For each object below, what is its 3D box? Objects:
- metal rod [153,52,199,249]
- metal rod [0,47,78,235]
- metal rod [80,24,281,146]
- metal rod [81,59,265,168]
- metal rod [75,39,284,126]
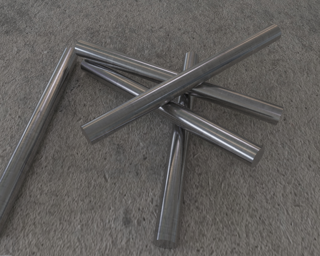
[{"bbox_3d":[0.028,0.002,0.401,0.025,0.025,0.300,7,50,5],"label":"metal rod"},{"bbox_3d":[-0.160,-0.006,0.407,0.025,0.025,0.300,5,50,4],"label":"metal rod"},{"bbox_3d":[0.041,-0.064,0.390,0.302,0.025,0.025,-31,57,-20],"label":"metal rod"},{"bbox_3d":[-0.006,-0.034,0.405,0.300,0.025,0.025,31,56,33],"label":"metal rod"},{"bbox_3d":[0.014,-0.068,0.425,0.301,0.025,0.025,22,53,16],"label":"metal rod"}]
